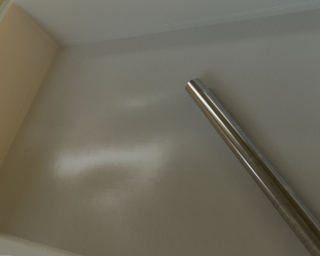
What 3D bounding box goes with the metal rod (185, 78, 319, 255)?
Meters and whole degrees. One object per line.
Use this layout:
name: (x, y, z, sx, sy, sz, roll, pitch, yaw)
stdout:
metal rod: (0.106, 0.044, 0.323, 0.025, 0.025, 0.300, -35, 51, 5)
